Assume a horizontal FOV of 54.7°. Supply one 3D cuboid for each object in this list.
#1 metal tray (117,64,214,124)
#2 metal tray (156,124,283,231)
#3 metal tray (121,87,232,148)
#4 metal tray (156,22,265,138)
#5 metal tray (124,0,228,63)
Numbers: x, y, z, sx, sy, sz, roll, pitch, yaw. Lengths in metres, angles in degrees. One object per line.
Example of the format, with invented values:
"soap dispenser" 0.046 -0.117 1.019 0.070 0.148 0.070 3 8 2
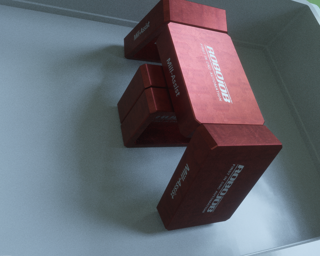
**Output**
"metal tray" 0.022 -0.036 0.396 0.131 0.090 0.030 1 62 -28
"metal tray" 0.060 0.055 0.333 0.091 0.129 0.030 1 40 -29
"metal tray" 0.028 -0.009 0.383 0.131 0.090 0.030 1 62 -28
"metal tray" 0.054 -0.053 0.346 0.091 0.030 0.130 1 61 -28
"metal tray" 0.016 -0.124 0.420 0.091 0.130 0.030 1 82 -28
